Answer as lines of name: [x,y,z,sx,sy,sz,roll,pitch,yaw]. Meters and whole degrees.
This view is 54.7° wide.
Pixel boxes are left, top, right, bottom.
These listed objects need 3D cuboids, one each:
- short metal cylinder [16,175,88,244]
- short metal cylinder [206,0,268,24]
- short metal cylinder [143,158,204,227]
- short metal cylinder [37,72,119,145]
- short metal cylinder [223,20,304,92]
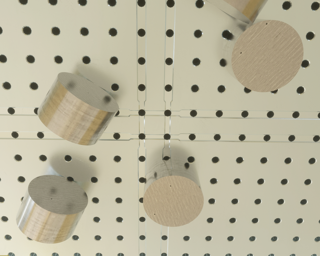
short metal cylinder: [-0.146,0.109,0.422,0.080,0.080,0.050,25,108,-9]
short metal cylinder: [0.079,-0.154,0.329,0.080,0.080,0.050,29,107,-11]
short metal cylinder: [0.018,0.089,0.433,0.081,0.050,0.079,0,110,-1]
short metal cylinder: [-0.097,-0.024,0.374,0.080,0.080,0.050,32,107,-12]
short metal cylinder: [0.120,-0.087,0.370,0.081,0.050,0.079,0,110,-1]
